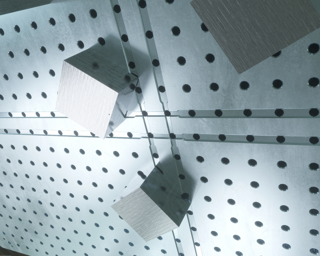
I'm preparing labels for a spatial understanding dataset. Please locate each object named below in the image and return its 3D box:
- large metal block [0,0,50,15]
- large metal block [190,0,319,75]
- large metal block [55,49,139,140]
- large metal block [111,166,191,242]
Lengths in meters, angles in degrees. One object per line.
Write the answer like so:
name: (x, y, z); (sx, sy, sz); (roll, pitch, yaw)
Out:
large metal block: (-0.184, -0.182, 0.361); (0.050, 0.080, 0.080); (13, 124, 21)
large metal block: (0.089, -0.109, 0.281); (0.080, 0.050, 0.080); (-30, 102, 38)
large metal block: (-0.086, -0.045, 0.413); (0.080, 0.050, 0.080); (31, 129, 8)
large metal block: (-0.014, 0.118, 0.476); (0.080, 0.050, 0.080); (47, 129, -5)
